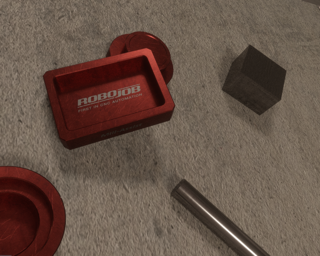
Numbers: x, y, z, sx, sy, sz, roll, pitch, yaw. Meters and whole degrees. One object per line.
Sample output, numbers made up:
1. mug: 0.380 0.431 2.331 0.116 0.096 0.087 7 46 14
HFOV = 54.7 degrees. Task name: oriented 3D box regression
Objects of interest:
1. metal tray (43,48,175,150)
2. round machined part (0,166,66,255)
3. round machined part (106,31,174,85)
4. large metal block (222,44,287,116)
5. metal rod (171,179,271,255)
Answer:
1. metal tray: -0.059 -0.037 0.363 0.131 0.030 0.090 -17 70 -13
2. round machined part: -0.136 0.086 0.268 0.099 0.042 0.098 14 56 -21
3. round machined part: -0.024 -0.098 0.441 0.099 0.042 0.098 14 56 -21
4. large metal block: 0.162 -0.082 0.528 0.080 0.050 0.080 33 51 -7
5. metal rod: 0.133 0.171 0.373 0.300 0.025 0.025 42 51 0
